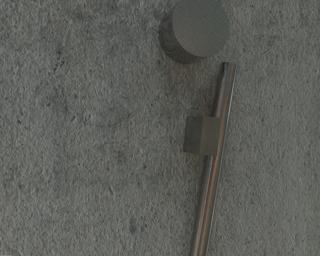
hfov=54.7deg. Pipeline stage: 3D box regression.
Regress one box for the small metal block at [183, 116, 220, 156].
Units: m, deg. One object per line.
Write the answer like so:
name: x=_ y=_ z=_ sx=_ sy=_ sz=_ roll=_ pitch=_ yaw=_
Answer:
small metal block: x=0.055 y=0.010 z=0.417 sx=0.025 sy=0.050 sz=0.050 roll=6 pitch=88 yaw=-20

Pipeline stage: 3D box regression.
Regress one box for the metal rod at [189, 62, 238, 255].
metal rod: x=0.075 y=0.055 z=0.438 sx=0.025 sy=0.025 sz=0.298 roll=11 pitch=86 yaw=-20

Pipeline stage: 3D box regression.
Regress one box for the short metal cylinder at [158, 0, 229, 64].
short metal cylinder: x=0.044 y=-0.130 z=0.413 sx=0.081 sy=0.050 sz=0.079 roll=0 pitch=90 yaw=-21
